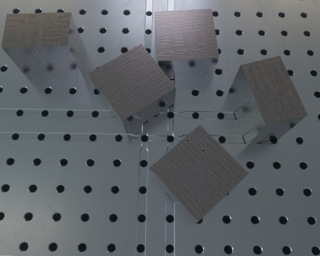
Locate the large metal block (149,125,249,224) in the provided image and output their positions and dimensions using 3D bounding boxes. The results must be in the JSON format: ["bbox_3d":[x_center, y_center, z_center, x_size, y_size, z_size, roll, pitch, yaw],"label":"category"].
[{"bbox_3d":[0.045,0.057,0.378,0.080,0.050,0.080,-40,75,-13],"label":"large metal block"}]

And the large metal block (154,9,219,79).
[{"bbox_3d":[0.035,-0.119,0.442,0.080,0.050,0.080,-4,70,-1],"label":"large metal block"}]

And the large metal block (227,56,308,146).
[{"bbox_3d":[0.131,-0.031,0.395,0.050,0.080,0.080,-14,71,-5],"label":"large metal block"}]

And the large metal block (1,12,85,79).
[{"bbox_3d":[-0.153,-0.109,0.422,0.080,0.080,0.050,-2,70,-1],"label":"large metal block"}]

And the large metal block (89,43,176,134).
[{"bbox_3d":[-0.035,-0.052,0.417,0.080,0.050,0.080,-33,73,-11],"label":"large metal block"}]
